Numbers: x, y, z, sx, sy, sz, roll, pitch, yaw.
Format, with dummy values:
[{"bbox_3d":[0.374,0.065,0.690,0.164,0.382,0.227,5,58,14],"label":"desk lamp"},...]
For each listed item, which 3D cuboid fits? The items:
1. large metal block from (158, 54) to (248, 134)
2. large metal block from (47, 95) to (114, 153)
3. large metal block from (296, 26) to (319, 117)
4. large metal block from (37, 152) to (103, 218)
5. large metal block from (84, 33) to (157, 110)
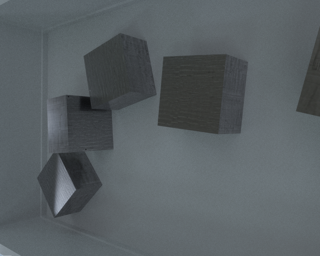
[{"bbox_3d":[0.047,-0.038,0.351,0.080,0.050,0.079,8,95,39],"label":"large metal block"},{"bbox_3d":[-0.120,-0.004,0.470,0.050,0.081,0.080,-6,87,40],"label":"large metal block"},{"bbox_3d":[0.155,-0.045,0.243,0.050,0.081,0.079,19,102,38],"label":"large metal block"},{"bbox_3d":[-0.152,0.089,0.517,0.080,0.050,0.080,-50,61,28],"label":"large metal block"},{"bbox_3d":[-0.058,-0.075,0.439,0.080,0.050,0.080,-17,79,38],"label":"large metal block"}]
